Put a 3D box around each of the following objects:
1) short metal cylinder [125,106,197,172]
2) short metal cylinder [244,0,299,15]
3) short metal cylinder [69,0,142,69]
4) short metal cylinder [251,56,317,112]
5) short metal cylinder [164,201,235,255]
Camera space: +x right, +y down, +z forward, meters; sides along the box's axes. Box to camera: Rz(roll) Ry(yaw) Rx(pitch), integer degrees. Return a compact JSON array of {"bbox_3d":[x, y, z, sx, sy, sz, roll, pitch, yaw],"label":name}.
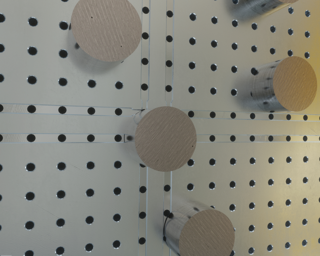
[{"bbox_3d":[0.000,0.013,0.399,0.081,0.050,0.079,0,90,-20],"label":"short metal cylinder"},{"bbox_3d":[0.169,-0.217,0.461,0.081,0.050,0.079,0,90,-20],"label":"short metal cylinder"},{"bbox_3d":[-0.068,-0.115,0.374,0.081,0.050,0.079,0,90,-20],"label":"short metal cylinder"},{"bbox_3d":[0.186,-0.063,0.468,0.081,0.050,0.079,0,90,-20],"label":"short metal cylinder"},{"bbox_3d":[0.053,0.144,0.419,0.081,0.050,0.079,0,90,-20],"label":"short metal cylinder"}]
